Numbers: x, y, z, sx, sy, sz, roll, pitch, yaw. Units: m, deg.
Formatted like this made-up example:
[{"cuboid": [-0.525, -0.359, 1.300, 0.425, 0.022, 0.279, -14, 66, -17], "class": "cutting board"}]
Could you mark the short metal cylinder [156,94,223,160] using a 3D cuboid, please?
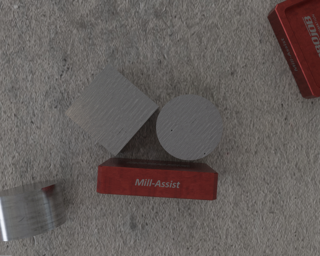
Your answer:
[{"cuboid": [0.036, -0.001, 0.398, 0.081, 0.050, 0.079, 0, 90, 0], "class": "short metal cylinder"}]

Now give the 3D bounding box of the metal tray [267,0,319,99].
[{"cuboid": [0.212, -0.114, 0.408, 0.090, 0.030, 0.129, -24, 90, 0], "class": "metal tray"}]

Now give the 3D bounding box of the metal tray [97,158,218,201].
[{"cuboid": [-0.003, 0.059, 0.377, 0.131, 0.090, 0.030, 4, 90, 0], "class": "metal tray"}]

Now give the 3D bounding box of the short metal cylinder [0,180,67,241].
[{"cuboid": [-0.160, 0.098, 0.381, 0.080, 0.080, 0.050, -10, 90, 0], "class": "short metal cylinder"}]

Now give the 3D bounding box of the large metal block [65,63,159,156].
[{"cuboid": [-0.058, -0.022, 0.397, 0.080, 0.050, 0.080, 41, 90, 0], "class": "large metal block"}]
